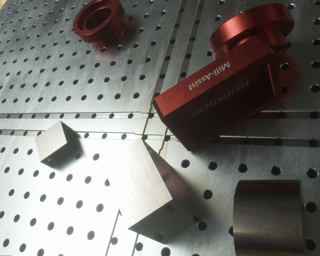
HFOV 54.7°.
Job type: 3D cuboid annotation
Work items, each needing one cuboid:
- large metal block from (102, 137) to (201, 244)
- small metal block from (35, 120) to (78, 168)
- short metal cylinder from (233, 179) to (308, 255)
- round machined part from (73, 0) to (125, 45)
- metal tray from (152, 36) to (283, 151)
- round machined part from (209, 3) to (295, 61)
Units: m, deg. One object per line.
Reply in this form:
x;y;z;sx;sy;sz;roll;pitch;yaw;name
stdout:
-0.008;0.069;0.335;0.050;0.080;0.080;-35;51;5;large metal block
-0.161;0.025;0.478;0.050;0.025;0.050;-35;51;5;small metal block
0.098;0.085;0.269;0.050;0.080;0.080;-5;59;26;short metal cylinder
-0.108;-0.194;0.574;0.098;0.042;0.098;-13;56;21;round machined part
0.068;-0.033;0.349;0.130;0.090;0.030;-31;54;8;metal tray
0.112;-0.101;0.372;0.098;0.098;0.042;-21;80;16;round machined part
